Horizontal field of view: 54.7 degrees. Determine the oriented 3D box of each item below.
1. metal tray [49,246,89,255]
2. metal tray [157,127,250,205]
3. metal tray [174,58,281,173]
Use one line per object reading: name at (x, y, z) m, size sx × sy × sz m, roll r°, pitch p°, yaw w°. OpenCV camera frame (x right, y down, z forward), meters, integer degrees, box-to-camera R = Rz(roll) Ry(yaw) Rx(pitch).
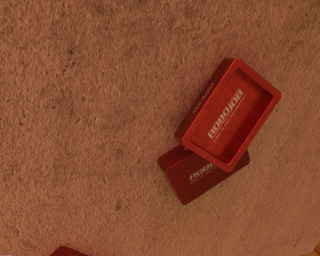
metal tray at (-0.134, 0.242, 0.480) m, size 0.090 × 0.030 × 0.130 m, roll -43°, pitch 130°, yaw 2°
metal tray at (0.070, 0.051, 0.473) m, size 0.131 × 0.030 × 0.090 m, roll -31°, pitch 129°, yaw -8°
metal tray at (0.091, -0.016, 0.415) m, size 0.090 × 0.030 × 0.130 m, roll 32°, pitch 92°, yaw -22°
